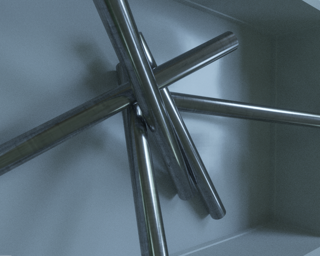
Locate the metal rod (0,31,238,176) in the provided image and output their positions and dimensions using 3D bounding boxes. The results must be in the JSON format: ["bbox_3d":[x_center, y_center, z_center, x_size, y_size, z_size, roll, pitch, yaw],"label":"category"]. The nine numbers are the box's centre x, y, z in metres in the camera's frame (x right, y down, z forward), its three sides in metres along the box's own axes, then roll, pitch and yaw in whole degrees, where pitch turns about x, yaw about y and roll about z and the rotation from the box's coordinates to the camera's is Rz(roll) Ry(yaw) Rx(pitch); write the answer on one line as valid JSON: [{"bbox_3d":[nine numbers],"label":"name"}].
[{"bbox_3d":[-0.036,-0.035,0.327,0.302,0.025,0.025,-30,110,-20],"label":"metal rod"}]

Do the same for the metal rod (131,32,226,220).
[{"bbox_3d":[0.030,0.016,0.412,0.025,0.025,0.299,-46,123,-30],"label":"metal rod"}]

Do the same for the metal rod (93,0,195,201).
[{"bbox_3d":[-0.002,-0.007,0.336,0.025,0.025,0.299,-52,142,-27],"label":"metal rod"}]

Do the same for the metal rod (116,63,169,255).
[{"bbox_3d":[-0.016,0.060,0.312,0.025,0.025,0.299,12,57,-39],"label":"metal rod"}]

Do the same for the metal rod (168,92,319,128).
[{"bbox_3d":[0.139,-0.024,0.461,0.302,0.025,0.025,6,86,-21],"label":"metal rod"}]
